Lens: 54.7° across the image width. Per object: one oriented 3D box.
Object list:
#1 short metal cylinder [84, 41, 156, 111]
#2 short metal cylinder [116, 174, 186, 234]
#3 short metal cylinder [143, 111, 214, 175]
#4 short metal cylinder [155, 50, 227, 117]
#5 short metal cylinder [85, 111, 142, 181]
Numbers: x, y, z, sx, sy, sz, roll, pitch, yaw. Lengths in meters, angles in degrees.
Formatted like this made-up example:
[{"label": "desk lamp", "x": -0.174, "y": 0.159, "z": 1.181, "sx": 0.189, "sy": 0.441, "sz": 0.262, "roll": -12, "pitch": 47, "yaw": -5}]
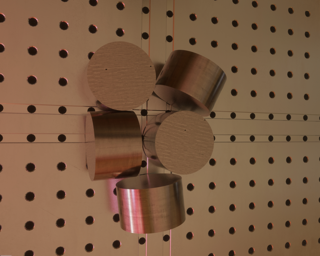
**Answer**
[{"label": "short metal cylinder", "x": -0.051, "y": -0.060, "z": 0.380, "sx": 0.081, "sy": 0.050, "sz": 0.079, "roll": 0, "pitch": 90, "yaw": -19}, {"label": "short metal cylinder", "x": -0.011, "y": 0.089, "z": 0.379, "sx": 0.081, "sy": 0.080, "sz": 0.050, "roll": -7, "pitch": 93, "yaw": -20}, {"label": "short metal cylinder", "x": 0.023, "y": 0.018, "z": 0.408, "sx": 0.081, "sy": 0.050, "sz": 0.079, "roll": 0, "pitch": 91, "yaw": -21}, {"label": "short metal cylinder", "x": 0.038, "y": -0.056, "z": 0.397, "sx": 0.080, "sy": 0.080, "sz": 0.050, "roll": 30, "pitch": 80, "yaw": -18}, {"label": "short metal cylinder", "x": -0.057, "y": 0.020, "z": 0.363, "sx": 0.050, "sy": 0.080, "sz": 0.079, "roll": -3, "pitch": 91, "yaw": -21}]
